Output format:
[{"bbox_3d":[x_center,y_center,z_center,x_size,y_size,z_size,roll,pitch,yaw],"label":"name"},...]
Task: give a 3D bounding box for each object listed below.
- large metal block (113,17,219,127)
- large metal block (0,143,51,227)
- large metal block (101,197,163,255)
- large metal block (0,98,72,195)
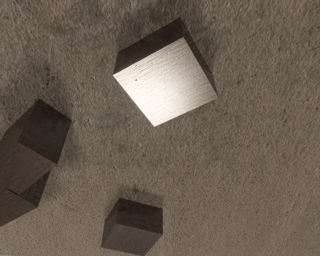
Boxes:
[{"bbox_3d":[0.008,-0.059,0.341,0.080,0.050,0.080,-25,126,19],"label":"large metal block"},{"bbox_3d":[-0.207,0.081,0.437,0.080,0.080,0.050,-29,125,22],"label":"large metal block"},{"bbox_3d":[-0.048,0.173,0.538,0.081,0.050,0.079,19,128,-16],"label":"large metal block"},{"bbox_3d":[-0.164,0.023,0.388,0.080,0.080,0.050,-35,122,26],"label":"large metal block"}]
